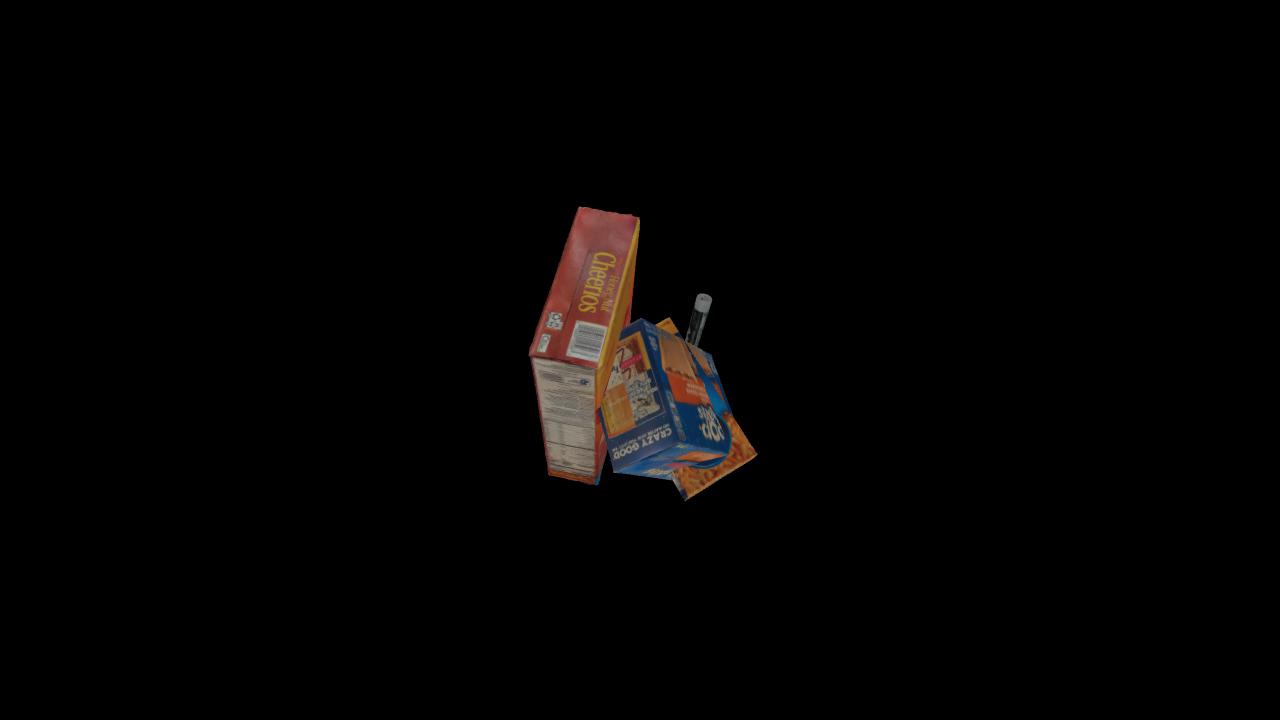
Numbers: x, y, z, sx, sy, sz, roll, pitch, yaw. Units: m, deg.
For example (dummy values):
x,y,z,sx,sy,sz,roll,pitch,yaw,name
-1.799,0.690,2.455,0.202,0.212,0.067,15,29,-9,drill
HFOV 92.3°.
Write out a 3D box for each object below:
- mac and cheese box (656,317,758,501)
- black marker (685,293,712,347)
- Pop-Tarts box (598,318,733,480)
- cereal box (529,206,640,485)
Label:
x,y,z,sx,sy,sz,roll,pitch,yaw,name
0.041,0.052,0.688,0.093,0.184,0.041,-29,-14,-14,mac and cheese box
0.065,-0.026,0.757,0.020,0.121,0.020,8,37,-6,black marker
0.032,0.051,0.677,0.083,0.141,0.167,-28,-27,25,Pop-Tarts box
-0.060,0.000,0.739,0.081,0.203,0.306,11,-32,3,cereal box
